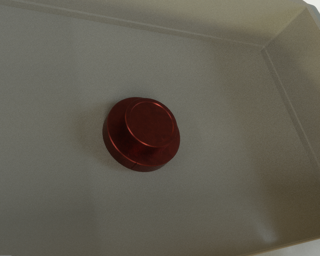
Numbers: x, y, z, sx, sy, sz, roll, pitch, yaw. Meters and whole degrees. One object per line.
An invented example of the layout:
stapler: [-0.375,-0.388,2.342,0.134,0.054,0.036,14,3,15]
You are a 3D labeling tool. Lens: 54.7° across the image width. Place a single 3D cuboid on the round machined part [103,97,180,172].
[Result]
round machined part: [-0.018,0.002,0.385,0.099,0.042,0.098,14,56,-21]
